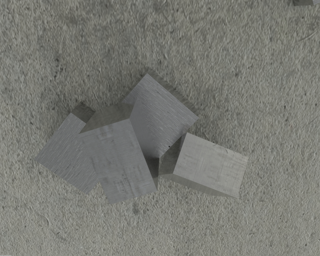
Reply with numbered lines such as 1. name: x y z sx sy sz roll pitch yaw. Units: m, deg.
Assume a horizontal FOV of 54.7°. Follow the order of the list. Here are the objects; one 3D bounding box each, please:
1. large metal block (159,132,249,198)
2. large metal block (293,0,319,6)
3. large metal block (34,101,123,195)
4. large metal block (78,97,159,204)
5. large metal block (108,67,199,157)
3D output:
1. large metal block: 0.050 0.049 0.391 0.080 0.080 0.050 22 76 -9
2. large metal block: 0.181 -0.186 0.329 0.080 0.050 0.080 -23 109 8
3. large metal block: -0.099 0.025 0.405 0.080 0.050 0.080 38 106 -13
4. large metal block: -0.038 0.021 0.334 0.050 0.080 0.080 -17 108 7
5. large metal block: -0.010 -0.017 0.389 0.080 0.050 0.080 40 105 -12
